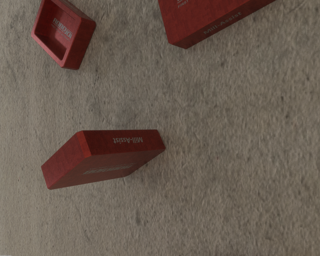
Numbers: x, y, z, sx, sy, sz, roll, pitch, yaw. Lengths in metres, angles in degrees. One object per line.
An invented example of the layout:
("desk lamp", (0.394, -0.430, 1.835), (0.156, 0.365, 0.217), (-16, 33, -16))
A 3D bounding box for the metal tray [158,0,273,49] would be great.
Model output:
("metal tray", (0.059, -0.159, 0.352), (0.130, 0.030, 0.090), (-21, 77, 37))

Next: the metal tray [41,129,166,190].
("metal tray", (-0.067, 0.037, 0.389), (0.090, 0.131, 0.030), (-37, 67, 33))

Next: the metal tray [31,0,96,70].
("metal tray", (-0.172, -0.171, 0.540), (0.130, 0.030, 0.089), (43, 115, 31))
